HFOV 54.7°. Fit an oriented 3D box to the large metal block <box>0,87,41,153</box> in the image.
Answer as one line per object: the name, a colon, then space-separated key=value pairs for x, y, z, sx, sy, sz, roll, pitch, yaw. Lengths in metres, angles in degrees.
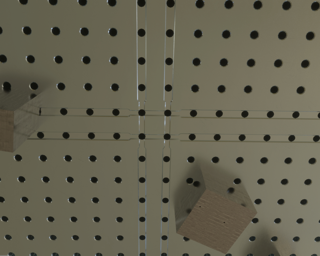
large metal block: x=-0.201 y=-0.015 z=0.376 sx=0.081 sy=0.080 sz=0.050 roll=9 pitch=110 yaw=-4

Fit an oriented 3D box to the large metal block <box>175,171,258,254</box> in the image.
large metal block: x=0.077 y=0.121 z=0.446 sx=0.080 sy=0.050 sz=0.080 roll=26 pitch=108 yaw=-10
